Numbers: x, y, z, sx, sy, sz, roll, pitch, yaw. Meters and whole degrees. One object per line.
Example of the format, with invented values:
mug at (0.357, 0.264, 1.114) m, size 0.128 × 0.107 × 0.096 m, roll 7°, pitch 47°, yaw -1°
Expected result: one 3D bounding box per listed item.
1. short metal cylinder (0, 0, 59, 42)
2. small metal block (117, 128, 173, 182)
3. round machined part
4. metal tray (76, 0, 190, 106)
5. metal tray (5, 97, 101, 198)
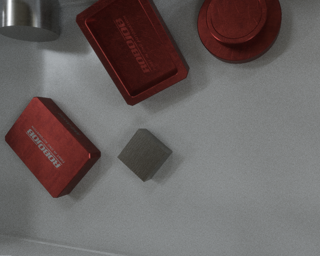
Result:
short metal cylinder at (-0.188, -0.160, 0.446) m, size 0.080 × 0.080 × 0.050 m, roll 0°, pitch 90°, yaw 19°
small metal block at (-0.020, 0.036, 0.417) m, size 0.050 × 0.025 × 0.050 m, roll 41°, pitch 102°, yaw 15°
round machined part at (0.093, -0.129, 0.369) m, size 0.098 × 0.042 × 0.097 m, roll 0°, pitch 90°, yaw 19°
metal tray at (-0.032, -0.104, 0.391) m, size 0.090 × 0.030 × 0.130 m, roll -26°, pitch 105°, yaw 18°
metal tray at (-0.162, 0.027, 0.463) m, size 0.130 × 0.030 × 0.090 m, roll 44°, pitch 103°, yaw 14°
